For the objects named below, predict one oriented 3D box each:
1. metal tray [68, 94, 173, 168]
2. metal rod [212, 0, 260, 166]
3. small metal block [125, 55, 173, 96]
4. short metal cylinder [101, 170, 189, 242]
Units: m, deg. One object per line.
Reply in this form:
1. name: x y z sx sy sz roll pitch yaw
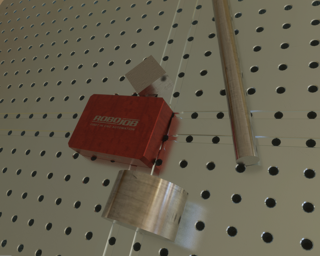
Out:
1. metal tray: -0.057 0.000 0.433 0.130 0.030 0.090 6 65 30
2. metal rod: 0.094 -0.092 0.414 0.025 0.025 0.299 -14 56 20
3. small metal block: -0.017 -0.073 0.461 0.050 0.025 0.050 -37 51 3
4. short metal cylinder: -0.015 0.083 0.329 0.080 0.080 0.050 6 65 30
